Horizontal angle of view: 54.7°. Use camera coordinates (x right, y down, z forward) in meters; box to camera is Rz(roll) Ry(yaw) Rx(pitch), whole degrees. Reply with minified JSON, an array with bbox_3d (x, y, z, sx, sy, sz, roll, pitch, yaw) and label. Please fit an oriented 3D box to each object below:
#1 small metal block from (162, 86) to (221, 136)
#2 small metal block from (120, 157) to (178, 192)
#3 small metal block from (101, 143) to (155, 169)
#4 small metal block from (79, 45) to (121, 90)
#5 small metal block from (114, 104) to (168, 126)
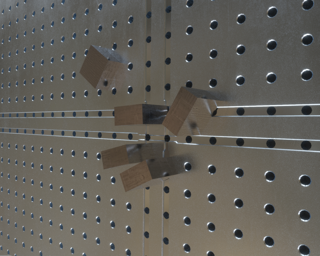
[{"bbox_3d":[0.037,-0.018,0.361,0.025,0.050,0.050,41,115,32],"label":"small metal block"},{"bbox_3d":[-0.015,0.060,0.403,0.050,0.050,0.025,-31,71,35],"label":"small metal block"},{"bbox_3d":[-0.044,0.039,0.427,0.050,0.050,0.025,-17,80,38],"label":"small metal block"},{"bbox_3d":[-0.095,-0.094,0.485,0.050,0.025,0.050,44,116,31],"label":"small metal block"},{"bbox_3d":[-0.025,-0.016,0.411,0.050,0.050,0.025,-3,88,39],"label":"small metal block"}]
